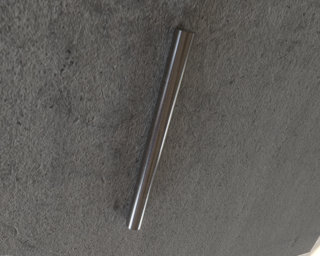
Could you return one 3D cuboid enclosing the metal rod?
[{"bbox_3d":[-0.006,0.019,0.418,0.025,0.025,0.298,0,118,-29],"label":"metal rod"}]
